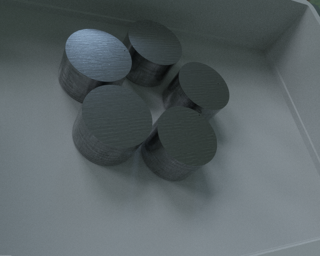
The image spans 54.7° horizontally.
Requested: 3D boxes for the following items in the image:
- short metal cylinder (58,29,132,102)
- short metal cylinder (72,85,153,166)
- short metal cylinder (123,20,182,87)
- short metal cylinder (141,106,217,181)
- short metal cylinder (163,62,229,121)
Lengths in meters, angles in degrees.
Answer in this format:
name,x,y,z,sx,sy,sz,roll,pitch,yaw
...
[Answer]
name,x,y,z,sx,sy,sz,roll,pitch,yaw
short metal cylinder,-0.082,-0.076,0.389,0.081,0.050,0.080,14,56,-21
short metal cylinder,-0.056,-0.003,0.359,0.081,0.050,0.080,14,56,-21
short metal cylinder,-0.016,-0.107,0.443,0.081,0.050,0.080,14,56,-21
short metal cylinder,0.023,0.020,0.387,0.081,0.050,0.080,14,56,-21
short metal cylinder,0.051,-0.047,0.443,0.081,0.050,0.080,14,56,-21
